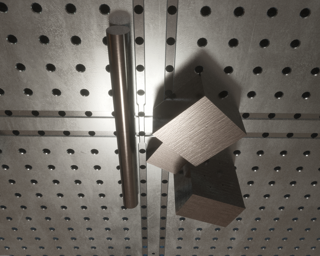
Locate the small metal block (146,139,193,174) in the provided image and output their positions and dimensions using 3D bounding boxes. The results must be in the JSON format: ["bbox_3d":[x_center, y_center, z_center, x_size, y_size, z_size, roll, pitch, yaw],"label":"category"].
[{"bbox_3d":[0.015,0.034,0.441,0.050,0.025,0.050,26,126,-21],"label":"small metal block"}]

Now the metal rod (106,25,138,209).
[{"bbox_3d":[-0.046,0.011,0.420,0.025,0.025,0.298,0,130,-1],"label":"metal rod"}]

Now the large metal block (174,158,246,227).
[{"bbox_3d":[0.068,0.088,0.452,0.081,0.080,0.050,19,128,-16],"label":"large metal block"}]

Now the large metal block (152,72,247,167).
[{"bbox_3d":[0.048,-0.008,0.389,0.080,0.050,0.080,-37,122,26],"label":"large metal block"}]
